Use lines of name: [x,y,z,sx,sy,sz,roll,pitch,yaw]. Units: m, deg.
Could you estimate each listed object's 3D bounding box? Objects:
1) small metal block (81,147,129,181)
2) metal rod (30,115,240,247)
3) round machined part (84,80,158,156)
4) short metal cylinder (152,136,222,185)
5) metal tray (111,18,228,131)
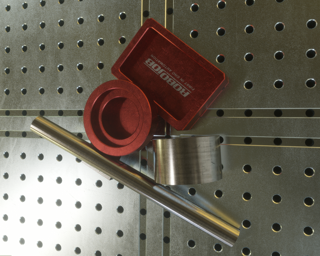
small metal block: [-0.075,0.038,0.438,0.050,0.025,0.050,30,99,17]
metal rod: [-0.038,0.065,0.403,0.301,0.025,0.025,28,99,8]
round machined part: [-0.048,-0.013,0.411,0.098,0.042,0.097,0,90,21]
short metal cylinder: [0.032,0.036,0.370,0.080,0.080,0.050,-4,89,19]
metal tray: [0.010,-0.069,0.405,0.130,0.030,0.090,42,102,15]
